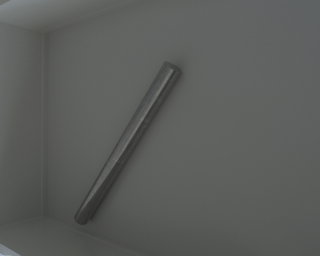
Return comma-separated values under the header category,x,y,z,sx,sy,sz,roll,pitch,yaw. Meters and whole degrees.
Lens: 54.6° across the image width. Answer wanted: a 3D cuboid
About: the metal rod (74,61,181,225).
category,x,y,z,sx,sy,sz,roll,pitch,yaw
metal rod,-0.057,0.037,0.455,0.025,0.025,0.298,47,118,29
